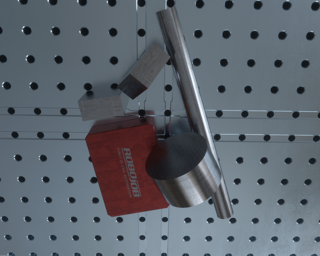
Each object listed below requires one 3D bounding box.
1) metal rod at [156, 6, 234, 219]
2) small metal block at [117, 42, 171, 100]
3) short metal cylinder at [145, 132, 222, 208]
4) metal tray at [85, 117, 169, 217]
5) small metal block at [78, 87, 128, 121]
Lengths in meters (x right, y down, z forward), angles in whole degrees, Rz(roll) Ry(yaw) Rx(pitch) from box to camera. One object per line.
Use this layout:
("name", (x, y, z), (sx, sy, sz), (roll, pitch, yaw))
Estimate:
("metal rod", (0.052, -0.006, 0.412), (0.025, 0.025, 0.298), (-17, 110, 6))
("small metal block", (-0.020, -0.066, 0.365), (0.025, 0.050, 0.050), (39, 67, -13))
("short metal cylinder", (0.029, 0.050, 0.382), (0.080, 0.080, 0.050), (-24, 121, 8))
("metal tray", (-0.041, 0.056, 0.431), (0.091, 0.030, 0.129), (-10, 110, 3))
("small metal block", (-0.069, -0.032, 0.387), (0.050, 0.050, 0.025), (-8, 110, 3))
